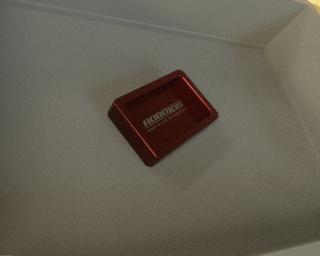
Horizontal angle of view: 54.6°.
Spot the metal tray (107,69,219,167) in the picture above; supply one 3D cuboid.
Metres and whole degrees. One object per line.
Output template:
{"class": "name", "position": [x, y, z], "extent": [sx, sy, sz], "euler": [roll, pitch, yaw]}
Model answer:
{"class": "metal tray", "position": [0.008, -0.018, 0.413], "extent": [0.131, 0.030, 0.090], "euler": [-32, 80, -38]}
